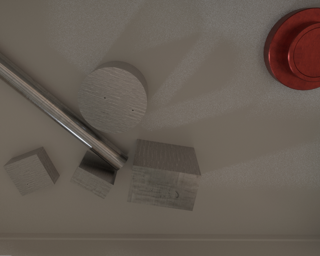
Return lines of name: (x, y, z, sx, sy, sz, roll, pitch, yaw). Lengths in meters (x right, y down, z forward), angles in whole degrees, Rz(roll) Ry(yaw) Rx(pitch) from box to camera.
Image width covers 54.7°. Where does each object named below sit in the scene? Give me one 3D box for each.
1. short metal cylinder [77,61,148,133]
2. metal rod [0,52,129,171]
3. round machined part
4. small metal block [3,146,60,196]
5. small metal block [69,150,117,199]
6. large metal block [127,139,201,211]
short metal cylinder: (-0.055, -0.039, 0.383, 0.081, 0.050, 0.079, 0, 110, -1)
metal rod: (-0.162, -0.047, 0.391, 0.300, 0.025, 0.025, 41, 105, -14)
round machined part: (0.180, -0.092, 0.371, 0.099, 0.042, 0.097, 0, 110, -1)
small metal block: (-0.177, 0.060, 0.431, 0.050, 0.025, 0.050, -20, 109, 7)
small metal block: (-0.088, 0.062, 0.420, 0.050, 0.050, 0.025, 30, 107, -11)
large metal block: (0.004, 0.058, 0.404, 0.081, 0.080, 0.050, 9, 110, -4)
